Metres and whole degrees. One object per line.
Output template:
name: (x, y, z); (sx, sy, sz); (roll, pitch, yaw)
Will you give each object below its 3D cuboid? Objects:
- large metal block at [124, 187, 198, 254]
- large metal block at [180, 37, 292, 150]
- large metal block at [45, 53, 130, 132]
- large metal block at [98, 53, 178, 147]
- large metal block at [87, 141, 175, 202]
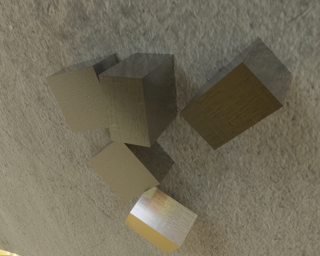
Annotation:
large metal block: (-0.002, 0.136, 0.457); (0.080, 0.050, 0.080); (33, 150, 5)
large metal block: (0.077, -0.035, 0.309); (0.050, 0.080, 0.080); (46, 129, -5)
large metal block: (-0.088, -0.045, 0.408); (0.080, 0.050, 0.080); (-6, 115, 30)
large metal block: (-0.020, -0.036, 0.359); (0.050, 0.080, 0.079); (8, 122, 23)
large metal block: (-0.041, 0.048, 0.441); (0.080, 0.050, 0.080); (-35, 99, 38)
